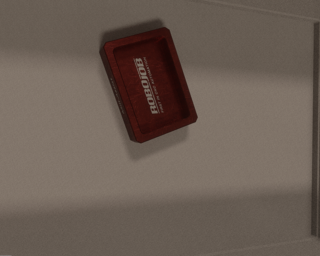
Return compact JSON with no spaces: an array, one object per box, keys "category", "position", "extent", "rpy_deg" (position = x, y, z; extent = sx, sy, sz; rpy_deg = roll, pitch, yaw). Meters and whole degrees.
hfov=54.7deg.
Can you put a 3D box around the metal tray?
[{"category":"metal tray","position":[-0.013,-0.055,0.403],"extent":[0.091,0.030,0.129],"rpy_deg":[-21,97,-19]}]
